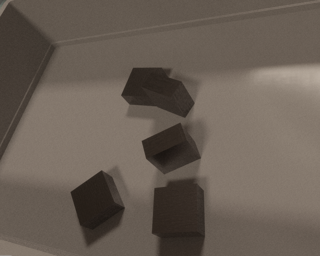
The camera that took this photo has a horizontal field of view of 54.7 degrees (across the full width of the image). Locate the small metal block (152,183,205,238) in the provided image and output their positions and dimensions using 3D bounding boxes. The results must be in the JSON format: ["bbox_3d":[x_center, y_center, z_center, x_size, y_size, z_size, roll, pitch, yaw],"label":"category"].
[{"bbox_3d":[0.021,0.091,0.338,0.050,0.025,0.050,-11,57,22],"label":"small metal block"}]

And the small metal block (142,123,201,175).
[{"bbox_3d":[0.014,0.026,0.365,0.050,0.050,0.025,-26,53,12],"label":"small metal block"}]

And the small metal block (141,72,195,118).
[{"bbox_3d":[0.011,-0.043,0.409,0.050,0.050,0.025,24,75,36],"label":"small metal block"}]

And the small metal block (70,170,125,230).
[{"bbox_3d":[-0.079,0.090,0.390,0.050,0.025,0.050,-35,51,4],"label":"small metal block"}]

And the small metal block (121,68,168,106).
[{"bbox_3d":[-0.022,-0.061,0.453,0.050,0.025,0.050,6,65,30],"label":"small metal block"}]
